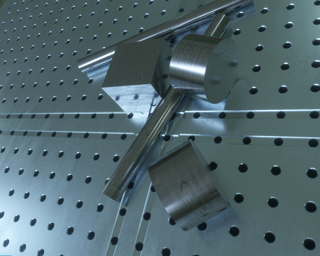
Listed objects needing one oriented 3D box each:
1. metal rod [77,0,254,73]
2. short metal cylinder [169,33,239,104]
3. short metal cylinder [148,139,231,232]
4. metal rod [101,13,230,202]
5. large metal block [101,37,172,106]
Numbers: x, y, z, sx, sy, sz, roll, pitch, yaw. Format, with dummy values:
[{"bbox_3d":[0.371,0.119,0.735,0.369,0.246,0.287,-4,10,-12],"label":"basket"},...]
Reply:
[{"bbox_3d":[-0.002,-0.153,0.503,0.301,0.025,0.025,-18,55,17],"label":"metal rod"},{"bbox_3d":[0.057,-0.075,0.389,0.050,0.080,0.080,22,73,36],"label":"short metal cylinder"},{"bbox_3d":[0.031,0.058,0.321,0.050,0.080,0.080,-32,52,8],"label":"short metal cylinder"},{"bbox_3d":[0.015,-0.037,0.423,0.025,0.025,0.300,22,73,36],"label":"metal rod"},{"bbox_3d":[-0.028,-0.080,0.457,0.080,0.050,0.080,0,62,28],"label":"large metal block"}]
